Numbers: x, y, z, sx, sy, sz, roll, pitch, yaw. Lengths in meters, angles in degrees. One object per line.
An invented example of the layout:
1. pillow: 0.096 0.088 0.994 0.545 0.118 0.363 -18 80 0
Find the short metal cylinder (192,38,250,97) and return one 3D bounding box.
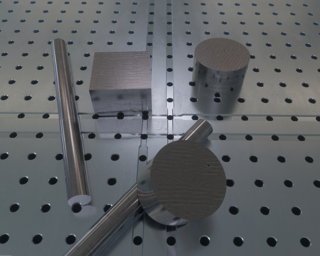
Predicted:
1. short metal cylinder: 0.091 -0.092 0.470 0.081 0.050 0.080 0 50 0

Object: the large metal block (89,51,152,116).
1. large metal block: -0.053 -0.065 0.445 0.081 0.050 0.080 -2 50 -2

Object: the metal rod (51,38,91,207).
1. metal rod: -0.130 -0.031 0.432 0.025 0.025 0.300 -12 51 -10

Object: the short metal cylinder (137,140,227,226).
1. short metal cylinder: 0.021 0.058 0.324 0.081 0.050 0.080 8 65 -17

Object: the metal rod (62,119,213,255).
1. metal rod: -0.037 0.087 0.334 0.025 0.025 0.301 32 57 24
